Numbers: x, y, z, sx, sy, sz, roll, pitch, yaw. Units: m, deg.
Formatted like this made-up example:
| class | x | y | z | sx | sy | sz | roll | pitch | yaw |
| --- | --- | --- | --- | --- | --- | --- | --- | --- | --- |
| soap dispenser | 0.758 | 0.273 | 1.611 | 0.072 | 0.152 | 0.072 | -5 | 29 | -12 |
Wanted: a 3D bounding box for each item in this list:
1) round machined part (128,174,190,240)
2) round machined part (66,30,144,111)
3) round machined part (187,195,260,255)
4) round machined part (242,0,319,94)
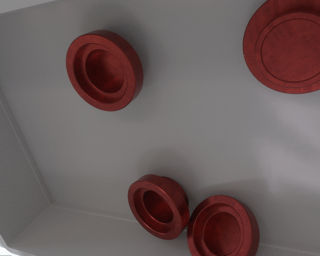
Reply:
| class | x | y | z | sx | sy | sz | roll | pitch | yaw |
| --- | --- | --- | --- | --- | --- | --- | --- | --- | --- |
| round machined part | 0.003 | 0.111 | 0.456 | 0.098 | 0.042 | 0.097 | 19 | 124 | 32 |
| round machined part | -0.064 | -0.073 | 0.386 | 0.098 | 0.042 | 0.097 | 13 | 124 | 21 |
| round machined part | 0.088 | 0.143 | 0.416 | 0.098 | 0.098 | 0.042 | -21 | 144 | 36 |
| round machined part | 0.125 | -0.076 | 0.285 | 0.098 | 0.042 | 0.097 | 13 | 124 | 21 |
